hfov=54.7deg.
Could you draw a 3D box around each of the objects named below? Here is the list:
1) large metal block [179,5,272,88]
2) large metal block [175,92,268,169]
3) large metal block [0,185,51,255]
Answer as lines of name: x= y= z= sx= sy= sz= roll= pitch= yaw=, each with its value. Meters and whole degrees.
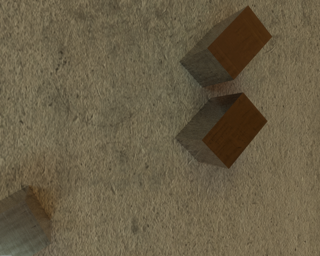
large metal block: x=0.084 y=-0.104 z=0.410 sx=0.050 sy=0.080 sz=0.080 roll=46 pitch=76 yaw=-14
large metal block: x=0.077 y=0.002 z=0.408 sx=0.050 sy=0.080 sz=0.080 roll=46 pitch=76 yaw=-14
large metal block: x=-0.163 y=0.108 z=0.320 sx=0.080 sy=0.080 sz=0.050 roll=-29 pitch=100 yaw=-18
